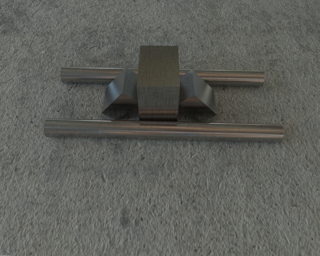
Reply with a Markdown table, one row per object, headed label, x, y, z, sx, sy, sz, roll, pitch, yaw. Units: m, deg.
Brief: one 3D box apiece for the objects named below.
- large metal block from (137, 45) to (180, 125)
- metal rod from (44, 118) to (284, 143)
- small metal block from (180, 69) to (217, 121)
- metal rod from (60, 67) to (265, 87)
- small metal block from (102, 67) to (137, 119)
| label | x | y | z | sx | sy | sz | roll | pitch | yaw |
| --- | --- | --- | --- | --- | --- | --- | --- | --- | --- |
| large metal block | -0.002 | -0.054 | 0.417 | 0.050 | 0.080 | 0.080 | 1 | 50 | 0 |
| metal rod | 0.004 | 0.003 | 0.402 | 0.302 | 0.025 | 0.025 | 1 | 50 | 0 |
| small metal block | 0.051 | -0.043 | 0.424 | 0.025 | 0.050 | 0.050 | -30 | 41 | 31 |
| metal rod | 0.004 | -0.078 | 0.470 | 0.302 | 0.025 | 0.025 | 1 | 50 | 0 |
| small metal block | -0.053 | -0.046 | 0.425 | 0.025 | 0.050 | 0.050 | 28 | 43 | -29 |
